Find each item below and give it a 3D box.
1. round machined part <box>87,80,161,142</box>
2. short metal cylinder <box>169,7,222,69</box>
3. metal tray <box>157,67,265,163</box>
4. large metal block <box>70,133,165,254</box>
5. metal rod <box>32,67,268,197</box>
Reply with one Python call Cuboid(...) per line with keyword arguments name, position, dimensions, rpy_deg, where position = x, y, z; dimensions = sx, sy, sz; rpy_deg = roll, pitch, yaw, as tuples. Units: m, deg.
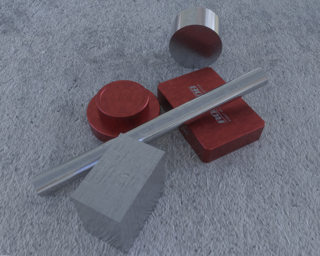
Cuboid(name="round machined part", position=(-0.048, -0.027, 0.414), dimensions=(0.099, 0.042, 0.098), rpy_deg=(0, 50, 0))
Cuboid(name="short metal cylinder", position=(0.057, -0.140, 0.486), dimensions=(0.080, 0.080, 0.050), rpy_deg=(5, 50, 4))
Cuboid(name="metal tray", position=(0.064, -0.024, 0.421), dimensions=(0.091, 0.030, 0.130), rpy_deg=(-22, 54, -18))
Cuboid(name="large metal block", position=(-0.036, 0.066, 0.311), dimensions=(0.050, 0.080, 0.080), rpy_deg=(22, 54, 17))
Cuboid(name="metal rod", position=(-0.004, 0.000, 0.371), dimensions=(0.302, 0.025, 0.025), rpy_deg=(-26, 55, -9))
